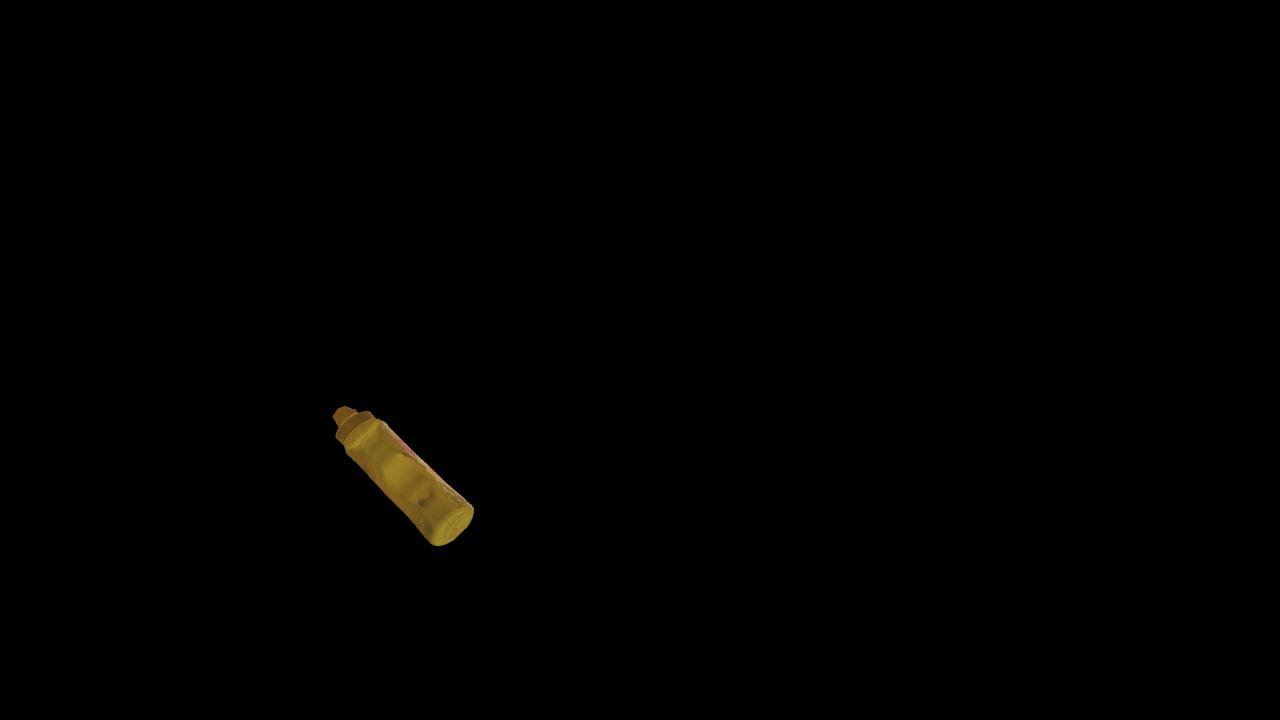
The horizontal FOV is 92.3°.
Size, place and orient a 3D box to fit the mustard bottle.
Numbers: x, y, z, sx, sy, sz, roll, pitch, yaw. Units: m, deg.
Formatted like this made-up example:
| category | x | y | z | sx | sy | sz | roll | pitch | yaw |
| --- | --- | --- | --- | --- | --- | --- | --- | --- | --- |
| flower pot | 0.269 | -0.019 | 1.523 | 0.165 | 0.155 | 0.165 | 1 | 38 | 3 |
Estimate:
| category | x | y | z | sx | sy | sz | roll | pitch | yaw |
| --- | --- | --- | --- | --- | --- | --- | --- | --- | --- |
| mustard bottle | -0.258 | 0.114 | 0.648 | 0.184 | 0.054 | 0.092 | 41 | -16 | 11 |
